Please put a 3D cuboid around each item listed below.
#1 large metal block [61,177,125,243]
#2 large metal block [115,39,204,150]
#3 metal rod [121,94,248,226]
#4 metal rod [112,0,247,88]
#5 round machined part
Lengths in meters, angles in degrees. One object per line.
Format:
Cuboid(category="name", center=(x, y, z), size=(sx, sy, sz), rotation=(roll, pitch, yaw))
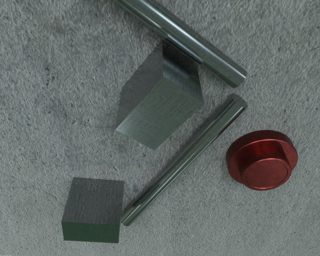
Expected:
Cuboid(category="large metal block", center=(-0.099, 0.126, 0.477), size=(0.081, 0.080, 0.050), rotation=(5, 130, -5))
Cuboid(category="large metal block", center=(-0.002, -0.037, 0.340), size=(0.050, 0.080, 0.080), rotation=(30, 124, -24))
Cuboid(category="metal rod", center=(0.019, 0.064, 0.461), size=(0.025, 0.025, 0.298), rotation=(25, 126, -20))
Cuboid(category="metal rod", center=(-0.028, -0.126, 0.299), size=(0.301, 0.025, 0.025), rotation=(30, 124, -24))
Cuboid(category="round machined part", center=(0.147, 0.053, 0.443), size=(0.099, 0.042, 0.097), rotation=(-1, 130, 0))
